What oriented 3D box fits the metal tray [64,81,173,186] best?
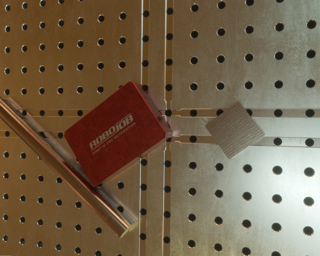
[{"bbox_3d":[-0.060,0.009,0.430,0.130,0.030,0.090,-35,79,16],"label":"metal tray"}]

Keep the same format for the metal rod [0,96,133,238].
[{"bbox_3d":[-0.158,0.049,0.466,0.300,0.025,0.025,39,102,15],"label":"metal rod"}]

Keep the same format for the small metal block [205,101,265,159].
[{"bbox_3d":[0.092,0.003,0.380,0.050,0.025,0.050,-37,79,16],"label":"small metal block"}]
